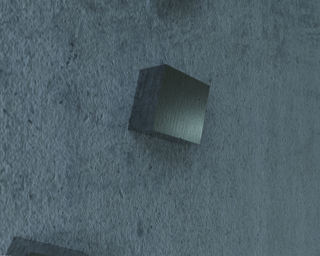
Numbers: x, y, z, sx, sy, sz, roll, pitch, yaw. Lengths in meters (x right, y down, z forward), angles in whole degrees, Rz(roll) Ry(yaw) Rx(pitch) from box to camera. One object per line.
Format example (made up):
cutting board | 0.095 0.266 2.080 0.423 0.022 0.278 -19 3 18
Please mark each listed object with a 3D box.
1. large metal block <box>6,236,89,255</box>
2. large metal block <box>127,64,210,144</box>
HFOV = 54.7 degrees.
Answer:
large metal block | -0.111 0.159 0.295 0.080 0.050 0.080 32 70 -36
large metal block | 0.013 -0.027 0.399 0.080 0.050 0.080 18 79 -39
